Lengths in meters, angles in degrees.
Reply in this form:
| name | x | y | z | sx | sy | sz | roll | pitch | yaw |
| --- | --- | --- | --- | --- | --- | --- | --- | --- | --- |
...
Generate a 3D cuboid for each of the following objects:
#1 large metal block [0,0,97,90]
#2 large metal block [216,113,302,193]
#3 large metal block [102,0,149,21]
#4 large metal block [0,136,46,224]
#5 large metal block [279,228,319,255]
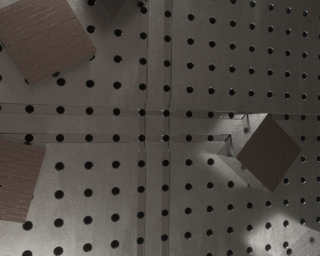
| name | x | y | z | sx | sy | sz | roll | pitch | yaw |
| --- | --- | --- | --- | --- | --- | --- | --- | --- | --- |
| large metal block | -0.131 | -0.099 | 0.351 | 0.080 | 0.050 | 0.080 | -34 | 101 | -17 |
| large metal block | 0.145 | 0.035 | 0.455 | 0.080 | 0.050 | 0.080 | 43 | 76 | -15 |
| large metal block | -0.047 | -0.186 | 0.366 | 0.050 | 0.080 | 0.080 | -33 | 101 | -17 |
| large metal block | -0.176 | 0.050 | 0.335 | 0.081 | 0.050 | 0.080 | 16 | 85 | -20 |
| large metal block | 0.247 | 0.211 | 0.477 | 0.080 | 0.080 | 0.050 | -31 | 101 | -18 |
